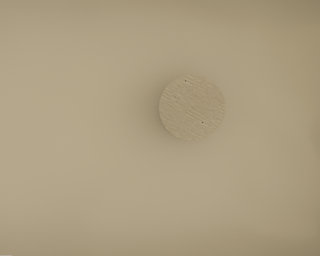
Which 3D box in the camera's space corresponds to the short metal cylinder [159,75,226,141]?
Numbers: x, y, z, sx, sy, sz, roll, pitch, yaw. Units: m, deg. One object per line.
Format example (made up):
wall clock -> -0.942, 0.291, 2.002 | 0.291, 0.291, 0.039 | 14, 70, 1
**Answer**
short metal cylinder -> 0.039, -0.025, 0.399 | 0.080, 0.050, 0.080 | 0, 90, 0
